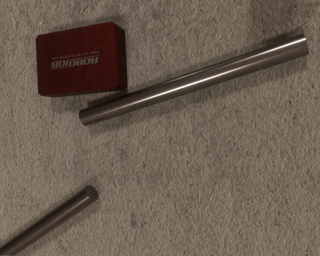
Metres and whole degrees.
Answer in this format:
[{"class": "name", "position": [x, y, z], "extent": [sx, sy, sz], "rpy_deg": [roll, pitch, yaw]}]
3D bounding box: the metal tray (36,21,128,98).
[{"class": "metal tray", "position": [-0.114, -0.095, 0.445], "extent": [0.130, 0.030, 0.089], "rpy_deg": [-3, 89, 19]}]

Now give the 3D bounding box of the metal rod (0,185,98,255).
[{"class": "metal rod", "position": [-0.215, 0.176, 0.482], "extent": [0.300, 0.025, 0.025], "rpy_deg": [-35, 79, 16]}]

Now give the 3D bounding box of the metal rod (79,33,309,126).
[{"class": "metal rod", "position": [0.028, -0.055, 0.398], "extent": [0.301, 0.025, 0.025], "rpy_deg": [-16, 85, 18]}]
